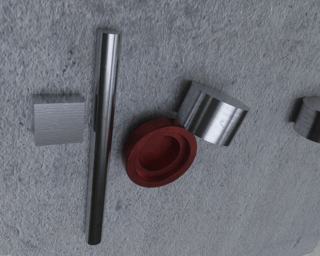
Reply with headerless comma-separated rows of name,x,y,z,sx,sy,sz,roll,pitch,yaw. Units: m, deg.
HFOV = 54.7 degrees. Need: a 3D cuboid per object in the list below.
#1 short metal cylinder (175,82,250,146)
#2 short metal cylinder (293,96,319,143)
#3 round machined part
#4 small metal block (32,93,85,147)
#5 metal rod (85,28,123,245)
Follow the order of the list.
short metal cylinder,0.066,-0.019,0.395,0.081,0.080,0.050,12,112,-34
short metal cylinder,0.269,-0.014,0.510,0.081,0.080,0.050,-6,121,-25
round machined part,-0.004,0.028,0.409,0.099,0.042,0.097,-13,126,-19
small metal block,-0.112,-0.010,0.340,0.050,0.025,0.050,-5,121,-26
metal rod,-0.074,0.031,0.385,0.025,0.025,0.298,-5,121,-26
